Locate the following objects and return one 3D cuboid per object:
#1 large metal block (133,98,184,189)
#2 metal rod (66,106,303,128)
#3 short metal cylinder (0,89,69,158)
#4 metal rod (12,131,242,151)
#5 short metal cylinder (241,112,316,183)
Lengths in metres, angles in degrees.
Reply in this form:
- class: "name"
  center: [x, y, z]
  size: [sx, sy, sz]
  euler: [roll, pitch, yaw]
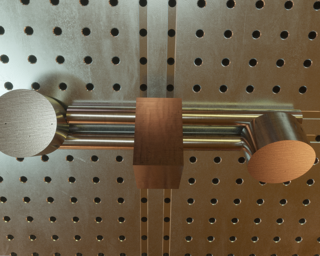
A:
- class: "large metal block"
  center: [-0.002, 0.020, 0.359]
  size: [0.050, 0.080, 0.080]
  euler: [1, 152, 0]
- class: "metal rod"
  center: [0.032, -0.015, 0.408]
  size: [0.302, 0.025, 0.025]
  euler: [1, 110, -1]
- class: "short metal cylinder"
  center: [-0.160, -0.005, 0.382]
  size: [0.081, 0.050, 0.080]
  euler: [0, 87, -1]
- class: "metal rod"
  center: [-0.043, 0.017, 0.419]
  size: [0.302, 0.025, 0.025]
  euler: [1, 110, -1]
- class: "short metal cylinder"
  center: [0.148, 0.026, 0.397]
  size: [0.081, 0.050, 0.079]
  euler: [0, 132, 0]
